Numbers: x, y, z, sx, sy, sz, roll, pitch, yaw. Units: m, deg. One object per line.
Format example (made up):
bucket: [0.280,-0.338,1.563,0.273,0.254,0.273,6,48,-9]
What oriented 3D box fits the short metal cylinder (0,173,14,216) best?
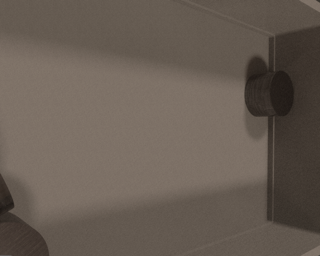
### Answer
short metal cylinder: [-0.159,0.043,0.239,0.050,0.080,0.080,-33,111,-36]

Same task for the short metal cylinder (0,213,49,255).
short metal cylinder: [-0.146,0.117,0.269,0.081,0.050,0.079,0,90,-40]

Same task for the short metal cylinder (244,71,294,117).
short metal cylinder: [0.198,-0.060,0.559,0.081,0.050,0.079,0,90,-40]
